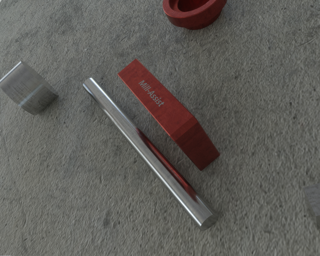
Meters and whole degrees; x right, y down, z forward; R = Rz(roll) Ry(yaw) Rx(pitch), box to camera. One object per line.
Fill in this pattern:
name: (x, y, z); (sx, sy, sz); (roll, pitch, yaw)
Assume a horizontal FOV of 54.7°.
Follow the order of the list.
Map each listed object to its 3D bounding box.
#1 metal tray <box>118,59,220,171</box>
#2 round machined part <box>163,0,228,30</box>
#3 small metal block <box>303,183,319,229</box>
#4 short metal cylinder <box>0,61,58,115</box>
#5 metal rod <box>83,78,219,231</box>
metal tray: (0.009, -0.017, 0.366); (0.030, 0.090, 0.130); (-41, 51, 1)
round machined part: (0.057, -0.192, 0.479); (0.098, 0.042, 0.098); (-13, 56, 20)
small metal block: (0.156, 0.063, 0.267); (0.050, 0.050, 0.025); (-21, 54, 15)
short metal cylinder: (-0.221, -0.067, 0.523); (0.050, 0.080, 0.080); (-45, 51, -3)
metal rod: (-0.031, 0.013, 0.410); (0.025, 0.025, 0.300); (-43, 51, -2)
